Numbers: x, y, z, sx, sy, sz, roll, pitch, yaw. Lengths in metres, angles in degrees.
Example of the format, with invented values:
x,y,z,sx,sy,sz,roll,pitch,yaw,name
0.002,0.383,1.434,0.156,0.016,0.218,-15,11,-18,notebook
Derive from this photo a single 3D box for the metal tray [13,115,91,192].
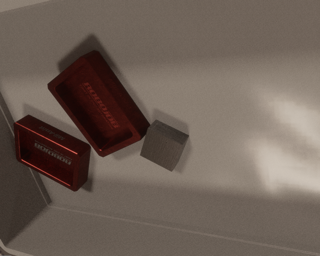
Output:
x,y,z,sx,sy,sz,roll,pitch,yaw,name
-0.184,0.043,0.526,0.130,0.030,0.089,25,127,12,metal tray

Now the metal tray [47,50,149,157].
x,y,z,sx,sy,sz,roll,pitch,yaw,name
-0.085,-0.029,0.430,0.090,0.030,0.130,-26,105,36,metal tray

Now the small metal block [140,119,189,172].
x,y,z,sx,sy,sz,roll,pitch,yaw,name
0.005,0.024,0.419,0.050,0.025,0.050,26,128,11,small metal block
